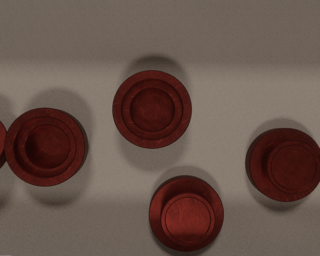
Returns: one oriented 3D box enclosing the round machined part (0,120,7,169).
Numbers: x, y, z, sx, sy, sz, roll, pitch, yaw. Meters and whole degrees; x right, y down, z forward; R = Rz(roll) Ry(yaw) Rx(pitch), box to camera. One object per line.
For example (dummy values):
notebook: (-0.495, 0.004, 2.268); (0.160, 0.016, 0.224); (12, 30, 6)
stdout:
round machined part: (-0.239, 0.018, 0.376); (0.099, 0.042, 0.098); (5, 55, -7)

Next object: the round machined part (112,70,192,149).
round machined part: (-0.010, -0.023, 0.403); (0.099, 0.042, 0.097); (0, 90, -1)

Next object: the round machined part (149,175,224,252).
round machined part: (0.035, 0.114, 0.404); (0.099, 0.042, 0.097); (0, 90, -1)

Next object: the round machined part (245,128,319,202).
round machined part: (0.166, 0.049, 0.405); (0.099, 0.042, 0.097); (0, 90, -1)

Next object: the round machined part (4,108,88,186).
round machined part: (-0.142, 0.023, 0.400); (0.099, 0.042, 0.097); (0, 91, -2)
